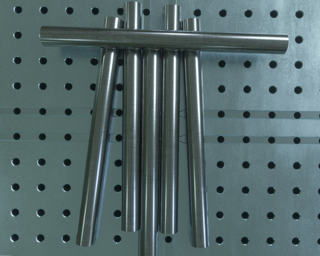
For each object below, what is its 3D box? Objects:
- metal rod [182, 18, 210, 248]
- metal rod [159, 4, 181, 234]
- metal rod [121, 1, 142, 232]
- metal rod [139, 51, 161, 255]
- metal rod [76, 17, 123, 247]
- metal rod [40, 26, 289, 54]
[{"bbox_3d":[0.047,0.007,0.414,0.025,0.025,0.298,-2,90,0],"label":"metal rod"},{"bbox_3d":[0.014,-0.011,0.415,0.025,0.025,0.298,1,90,0],"label":"metal rod"},{"bbox_3d":[-0.038,-0.015,0.413,0.025,0.025,0.298,1,90,0],"label":"metal rod"},{"bbox_3d":[-0.013,0.041,0.413,0.025,0.025,0.298,1,90,0],"label":"metal rod"},{"bbox_3d":[-0.080,0.005,0.412,0.025,0.025,0.298,7,90,0],"label":"metal rod"},{"bbox_3d":[0.006,-0.110,0.388,0.302,0.025,0.025,2,90,0],"label":"metal rod"}]
